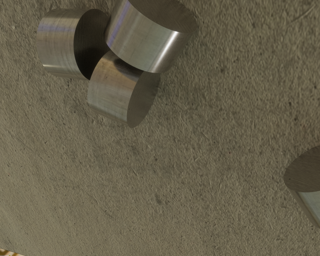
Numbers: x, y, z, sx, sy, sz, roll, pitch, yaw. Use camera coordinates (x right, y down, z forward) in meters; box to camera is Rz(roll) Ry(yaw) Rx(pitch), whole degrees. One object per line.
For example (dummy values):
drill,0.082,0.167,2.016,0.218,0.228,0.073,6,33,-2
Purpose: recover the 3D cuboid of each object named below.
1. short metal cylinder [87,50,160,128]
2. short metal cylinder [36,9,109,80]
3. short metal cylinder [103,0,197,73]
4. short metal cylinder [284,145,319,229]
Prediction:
short metal cylinder,-0.040,-0.046,0.364,0.050,0.080,0.079,23,127,14
short metal cylinder,-0.094,-0.097,0.361,0.050,0.080,0.079,10,123,23
short metal cylinder,-0.010,-0.102,0.314,0.080,0.080,0.050,38,129,2
short metal cylinder,0.176,0.057,0.313,0.080,0.080,0.050,-28,103,37
